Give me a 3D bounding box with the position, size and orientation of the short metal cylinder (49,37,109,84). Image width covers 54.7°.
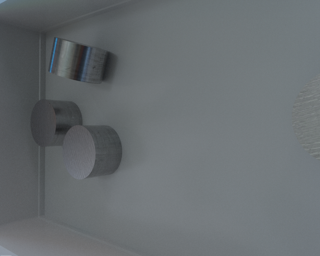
[{"bbox_3d":[-0.123,-0.102,0.470,0.080,0.081,0.050,25,106,37],"label":"short metal cylinder"}]

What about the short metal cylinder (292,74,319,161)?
[{"bbox_3d":[0.160,-0.009,0.258,0.080,0.050,0.079,0,90,39],"label":"short metal cylinder"}]

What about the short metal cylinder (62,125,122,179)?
[{"bbox_3d":[-0.104,0.035,0.474,0.080,0.050,0.079,0,90,39],"label":"short metal cylinder"}]

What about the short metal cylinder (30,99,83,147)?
[{"bbox_3d":[-0.180,-0.008,0.535,0.080,0.050,0.079,0,90,39],"label":"short metal cylinder"}]
